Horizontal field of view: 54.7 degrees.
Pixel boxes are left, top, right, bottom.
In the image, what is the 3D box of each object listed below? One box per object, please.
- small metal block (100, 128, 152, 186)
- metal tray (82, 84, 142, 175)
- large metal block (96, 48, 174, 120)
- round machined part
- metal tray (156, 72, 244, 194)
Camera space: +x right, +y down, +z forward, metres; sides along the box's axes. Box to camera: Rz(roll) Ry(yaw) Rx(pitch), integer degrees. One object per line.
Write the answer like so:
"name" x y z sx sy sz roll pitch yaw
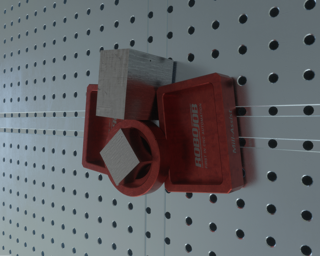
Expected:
"small metal block" -0.042 0.035 0.384 0.050 0.025 0.050 -47 62 30
"metal tray" -0.073 0.002 0.461 0.090 0.030 0.129 8 95 39
"large metal block" -0.031 -0.052 0.394 0.050 0.081 0.079 8 95 40
"round machined part" -0.024 0.036 0.401 0.098 0.042 0.097 0 90 40
"metal tray" 0.044 0.009 0.364 0.090 0.030 0.129 -8 85 39
